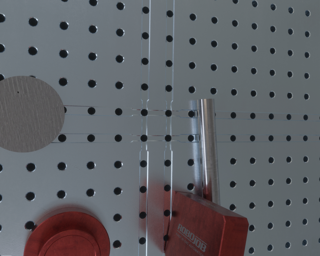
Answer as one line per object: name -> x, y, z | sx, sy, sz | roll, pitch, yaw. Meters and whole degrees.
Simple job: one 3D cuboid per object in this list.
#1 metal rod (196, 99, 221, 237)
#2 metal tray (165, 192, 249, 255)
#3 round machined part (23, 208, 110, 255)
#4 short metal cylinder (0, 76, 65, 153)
metal rod -> 0.073, 0.109, 0.439 | 0.025, 0.025, 0.298 | -4, 92, -20
metal tray -> 0.050, 0.136, 0.375 | 0.030, 0.130, 0.090 | 12, 86, -20
round machined part -> -0.107, 0.147, 0.364 | 0.099, 0.042, 0.097 | 0, 90, -20
short metal cylinder -> -0.149, -0.014, 0.344 | 0.081, 0.050, 0.080 | 0, 90, -20
